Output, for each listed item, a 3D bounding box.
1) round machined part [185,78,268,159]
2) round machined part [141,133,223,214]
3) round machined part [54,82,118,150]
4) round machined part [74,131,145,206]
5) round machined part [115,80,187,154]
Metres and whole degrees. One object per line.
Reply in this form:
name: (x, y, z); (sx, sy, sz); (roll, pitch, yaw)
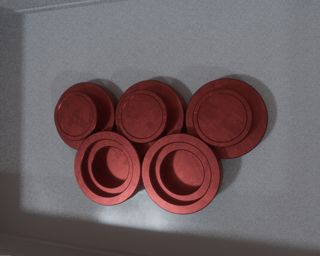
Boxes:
round machined part: (0.077, -0.011, 0.371); (0.098, 0.042, 0.097); (0, 89, 20)
round machined part: (0.030, 0.054, 0.389); (0.098, 0.042, 0.097); (0, 90, 20)
round machined part: (-0.108, -0.016, 0.437); (0.098, 0.042, 0.097); (0, 89, 19)
round machined part: (-0.063, 0.052, 0.422); (0.098, 0.042, 0.097); (0, 90, 20)
round machined part: (-0.016, -0.014, 0.405); (0.098, 0.042, 0.097); (0, 89, 20)
